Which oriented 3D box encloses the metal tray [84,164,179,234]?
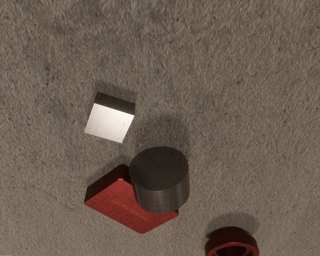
[{"bbox_3d":[-0.044,0.120,0.505,0.090,0.030,0.130,-36,122,27],"label":"metal tray"}]

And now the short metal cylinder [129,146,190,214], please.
[{"bbox_3d":[0.001,0.071,0.432,0.080,0.080,0.050,-4,130,3],"label":"short metal cylinder"}]

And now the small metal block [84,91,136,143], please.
[{"bbox_3d":[-0.064,-0.013,0.395,0.050,0.025,0.050,17,128,-15],"label":"small metal block"}]

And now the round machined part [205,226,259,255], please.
[{"bbox_3d":[0.134,0.224,0.589,0.099,0.042,0.097,-1,130,0],"label":"round machined part"}]
